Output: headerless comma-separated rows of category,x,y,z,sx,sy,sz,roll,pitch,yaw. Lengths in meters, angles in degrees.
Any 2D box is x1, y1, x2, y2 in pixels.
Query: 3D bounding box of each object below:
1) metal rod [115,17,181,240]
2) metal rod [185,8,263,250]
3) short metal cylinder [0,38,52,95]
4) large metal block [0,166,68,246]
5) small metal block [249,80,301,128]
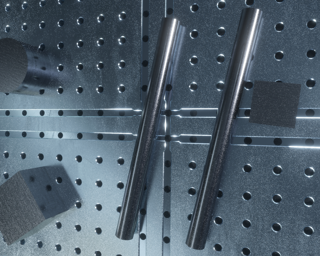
metal rod,-0.017,0.004,0.417,0.025,0.025,0.298,14,95,19
metal rod,0.078,0.005,0.384,0.025,0.025,0.298,15,95,19
short metal cylinder,-0.216,-0.091,0.473,0.080,0.050,0.079,0,90,19
large metal block,-0.202,0.116,0.469,0.080,0.050,0.080,-36,79,16
small metal block,0.135,-0.028,0.365,0.050,0.025,0.050,8,93,19
